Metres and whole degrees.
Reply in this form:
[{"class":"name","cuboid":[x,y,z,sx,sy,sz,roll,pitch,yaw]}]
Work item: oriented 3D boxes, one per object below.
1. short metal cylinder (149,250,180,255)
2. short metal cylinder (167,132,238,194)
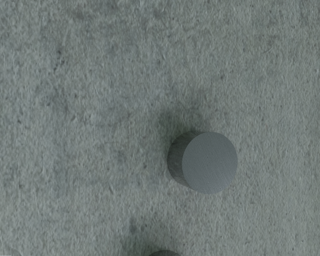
[{"class":"short metal cylinder","cuboid":[0.011,0.208,0.401,0.081,0.050,0.079,0,90,-21]},{"class":"short metal cylinder","cuboid":[0.056,0.045,0.418,0.081,0.050,0.079,0,90,-21]}]
